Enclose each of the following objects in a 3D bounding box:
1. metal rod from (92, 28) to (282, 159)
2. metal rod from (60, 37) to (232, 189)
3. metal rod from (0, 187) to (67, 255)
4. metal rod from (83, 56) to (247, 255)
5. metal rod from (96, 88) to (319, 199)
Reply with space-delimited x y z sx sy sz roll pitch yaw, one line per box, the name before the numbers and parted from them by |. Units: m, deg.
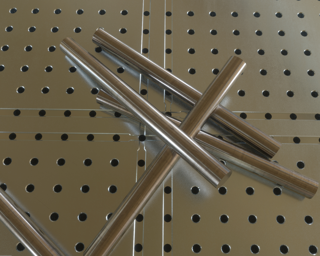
metal rod | 0.029 -0.053 0.431 0.300 0.025 0.025 35 74 11
metal rod | -0.034 -0.034 0.389 0.025 0.025 0.300 -42 63 -14
metal rod | -0.144 0.133 0.361 0.300 0.025 0.025 40 75 13
metal rod | 0.011 0.033 0.378 0.025 0.025 0.300 35 81 11
metal rod | 0.055 0.016 0.406 0.301 0.025 0.025 24 72 8
